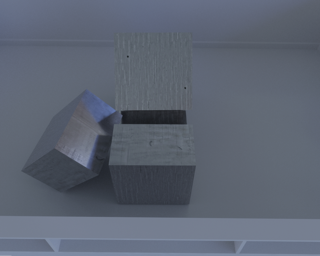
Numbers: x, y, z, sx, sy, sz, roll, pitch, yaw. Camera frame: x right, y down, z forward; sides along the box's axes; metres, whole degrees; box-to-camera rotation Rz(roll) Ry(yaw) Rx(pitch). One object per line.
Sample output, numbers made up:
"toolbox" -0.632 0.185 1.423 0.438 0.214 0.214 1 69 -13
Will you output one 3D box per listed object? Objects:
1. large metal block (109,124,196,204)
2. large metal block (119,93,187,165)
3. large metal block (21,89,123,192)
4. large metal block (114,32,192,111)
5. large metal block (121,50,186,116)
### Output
"large metal block" -0.007 0.041 0.332 0.081 0.080 0.050 0 50 0
"large metal block" -0.009 0.001 0.388 0.081 0.050 0.080 0 50 -1
"large metal block" -0.096 0.016 0.342 0.050 0.080 0.080 38 46 -25
"large metal block" -0.007 -0.061 0.345 0.081 0.079 0.050 -1 5 -1
"large metal block" -0.009 -0.060 0.417 0.081 0.080 0.050 -1 50 -1
